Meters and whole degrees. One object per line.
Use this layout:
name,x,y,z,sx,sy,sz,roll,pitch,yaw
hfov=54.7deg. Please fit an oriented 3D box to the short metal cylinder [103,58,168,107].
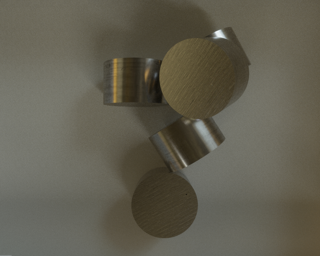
short metal cylinder,-0.029,-0.054,0.384,0.081,0.080,0.050,0,90,-1

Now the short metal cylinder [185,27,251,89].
short metal cylinder,0.065,-0.081,0.385,0.080,0.080,0.050,-28,90,0

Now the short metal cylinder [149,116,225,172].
short metal cylinder,0.033,0.012,0.384,0.080,0.080,0.050,-32,91,0

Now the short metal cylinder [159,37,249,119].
short metal cylinder,0.047,-0.054,0.325,0.080,0.050,0.079,10,110,28

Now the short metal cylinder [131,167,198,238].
short metal cylinder,0.006,0.093,0.399,0.081,0.050,0.079,0,90,-1
